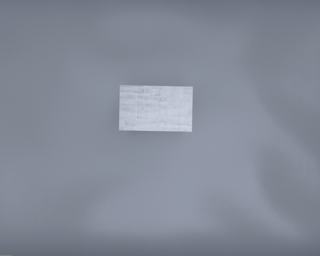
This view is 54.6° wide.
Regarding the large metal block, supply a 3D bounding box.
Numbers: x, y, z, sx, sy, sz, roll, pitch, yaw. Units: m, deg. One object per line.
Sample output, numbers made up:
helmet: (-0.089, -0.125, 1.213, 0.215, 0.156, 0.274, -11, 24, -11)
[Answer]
large metal block: (-0.005, -0.022, 0.382, 0.080, 0.080, 0.050, 1, 90, 0)
